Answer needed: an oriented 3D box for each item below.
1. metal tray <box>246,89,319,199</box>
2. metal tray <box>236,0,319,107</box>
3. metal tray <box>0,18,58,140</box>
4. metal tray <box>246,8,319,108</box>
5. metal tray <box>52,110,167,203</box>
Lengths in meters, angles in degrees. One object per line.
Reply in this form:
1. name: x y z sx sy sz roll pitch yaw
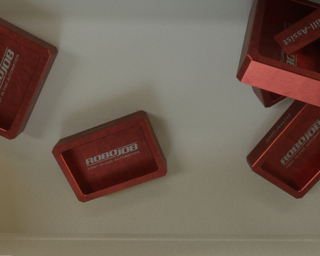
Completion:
1. metal tray: 0.194 0.023 0.419 0.090 0.030 0.129 32 107 -12
2. metal tray: 0.135 -0.089 0.320 0.090 0.130 0.030 18 144 3
3. metal tray: -0.196 -0.061 0.383 0.090 0.030 0.129 27 108 -10
4. metal tray: 0.166 -0.084 0.352 0.130 0.030 0.090 -31 150 10
5. metal tray: -0.066 0.040 0.422 0.131 0.030 0.090 -20 109 6
